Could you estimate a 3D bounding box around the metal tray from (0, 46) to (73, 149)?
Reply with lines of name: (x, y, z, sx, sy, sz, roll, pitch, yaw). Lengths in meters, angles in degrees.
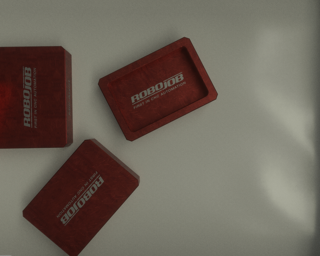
metal tray: (-0.165, -0.039, 0.407, 0.091, 0.030, 0.129, -1, 90, -1)

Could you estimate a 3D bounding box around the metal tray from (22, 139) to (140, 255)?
metal tray: (-0.101, 0.089, 0.408, 0.090, 0.030, 0.130, 41, 90, -1)

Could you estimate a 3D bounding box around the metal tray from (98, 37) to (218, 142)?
metal tray: (-0.002, -0.050, 0.408, 0.131, 0.030, 0.090, -27, 90, -1)
